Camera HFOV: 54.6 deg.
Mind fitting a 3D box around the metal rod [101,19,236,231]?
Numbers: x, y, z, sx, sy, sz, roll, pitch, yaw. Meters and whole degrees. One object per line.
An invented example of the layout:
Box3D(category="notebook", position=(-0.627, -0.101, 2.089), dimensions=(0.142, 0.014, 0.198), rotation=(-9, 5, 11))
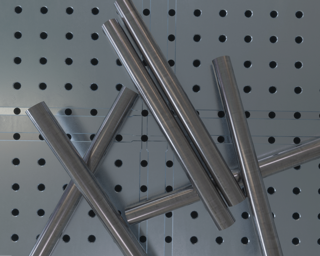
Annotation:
Box3D(category="metal rod", position=(0.008, -0.009, 0.398), dimensions=(0.025, 0.025, 0.299), rotation=(-30, 84, 0))

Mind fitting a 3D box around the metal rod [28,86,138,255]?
Box3D(category="metal rod", position=(-0.111, 0.081, 0.412), dimensions=(0.025, 0.025, 0.299), rotation=(29, 90, 0))

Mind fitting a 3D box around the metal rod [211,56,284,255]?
Box3D(category="metal rod", position=(0.113, 0.053, 0.389), dimensions=(0.025, 0.025, 0.299), rotation=(-12, 80, 0))

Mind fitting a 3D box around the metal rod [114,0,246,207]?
Box3D(category="metal rod", position=(0.023, -0.038, 0.399), dimensions=(0.025, 0.025, 0.299), rotation=(-29, 85, 0))

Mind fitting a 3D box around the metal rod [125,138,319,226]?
Box3D(category="metal rod", position=(0.099, 0.067, 0.413), dimensions=(0.301, 0.025, 0.025), rotation=(-20, 90, 0))

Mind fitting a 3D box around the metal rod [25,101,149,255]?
Box3D(category="metal rod", position=(-0.072, 0.100, 0.393), dimensions=(0.025, 0.025, 0.299), rotation=(-32, 98, 0))
